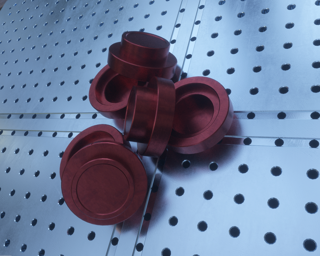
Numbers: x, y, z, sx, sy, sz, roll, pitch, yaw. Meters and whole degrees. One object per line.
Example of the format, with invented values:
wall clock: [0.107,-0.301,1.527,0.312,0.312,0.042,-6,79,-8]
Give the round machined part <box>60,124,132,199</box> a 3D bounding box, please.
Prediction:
round machined part: [-0.080,0.047,0.411,0.098,0.042,0.098,-13,56,21]

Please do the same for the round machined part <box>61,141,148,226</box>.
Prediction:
round machined part: [-0.063,0.065,0.355,0.099,0.042,0.097,0,94,-5]

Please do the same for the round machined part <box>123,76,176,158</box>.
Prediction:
round machined part: [-0.017,-0.015,0.378,0.042,0.098,0.098,10,58,-14]

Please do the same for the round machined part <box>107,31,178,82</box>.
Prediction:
round machined part: [-0.023,-0.106,0.440,0.099,0.042,0.098,10,32,-6]

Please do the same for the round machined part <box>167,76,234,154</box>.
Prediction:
round machined part: [0.042,-0.012,0.383,0.098,0.042,0.098,-13,56,21]

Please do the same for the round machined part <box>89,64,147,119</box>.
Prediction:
round machined part: [-0.052,-0.055,0.458,0.098,0.042,0.098,-13,56,21]
